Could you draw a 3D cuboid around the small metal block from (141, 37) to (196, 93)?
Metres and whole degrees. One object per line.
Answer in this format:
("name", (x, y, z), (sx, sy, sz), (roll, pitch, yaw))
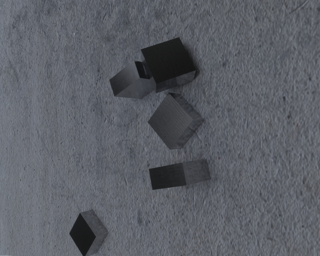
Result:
("small metal block", (0.009, -0.077, 0.379), (0.025, 0.050, 0.050), (95, 154, -70))

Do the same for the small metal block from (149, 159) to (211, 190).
("small metal block", (0.024, 0.055, 0.369), (0.050, 0.050, 0.025), (-17, 80, 39))

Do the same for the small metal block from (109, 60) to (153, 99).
("small metal block", (-0.030, -0.063, 0.413), (0.050, 0.050, 0.025), (-30, 72, 36))

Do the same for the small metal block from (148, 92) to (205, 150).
("small metal block", (0.019, -0.009, 0.389), (0.050, 0.025, 0.050), (51, 120, 28))

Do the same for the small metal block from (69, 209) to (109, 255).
("small metal block", (-0.116, 0.170, 0.501), (0.050, 0.025, 0.050), (44, 116, 31))
